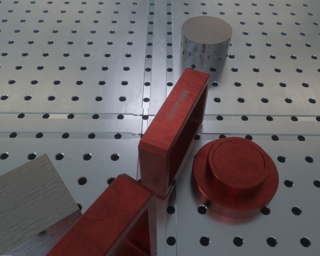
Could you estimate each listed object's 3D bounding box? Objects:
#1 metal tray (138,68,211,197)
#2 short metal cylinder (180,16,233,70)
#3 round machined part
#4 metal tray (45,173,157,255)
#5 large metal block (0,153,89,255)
[{"bbox_3d":[0.019,0.003,0.362,0.030,0.089,0.130,19,53,16],"label":"metal tray"},{"bbox_3d":[0.074,-0.141,0.510,0.081,0.050,0.080,0,50,0],"label":"short metal cylinder"},{"bbox_3d":[0.087,0.049,0.356,0.099,0.042,0.098,0,50,0],"label":"round machined part"},{"bbox_3d":[-0.041,0.106,0.250,0.030,0.129,0.090,28,56,21],"label":"metal tray"},{"bbox_3d":[-0.132,0.086,0.318,0.081,0.050,0.080,-29,56,-22],"label":"large metal block"}]
